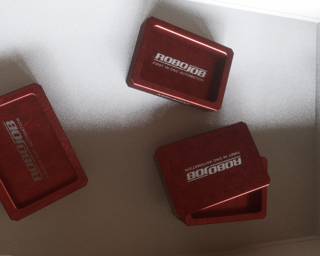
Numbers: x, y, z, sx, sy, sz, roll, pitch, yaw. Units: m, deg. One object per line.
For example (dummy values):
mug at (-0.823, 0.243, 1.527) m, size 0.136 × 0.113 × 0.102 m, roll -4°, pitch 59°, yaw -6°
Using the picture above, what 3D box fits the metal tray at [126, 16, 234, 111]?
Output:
metal tray at (0.029, -0.082, 0.418) m, size 0.131 × 0.030 × 0.090 m, roll 16°, pitch 85°, yaw -20°

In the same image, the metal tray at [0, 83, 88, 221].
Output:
metal tray at (-0.151, 0.025, 0.352) m, size 0.091 × 0.030 × 0.129 m, roll -27°, pitch 99°, yaw -18°

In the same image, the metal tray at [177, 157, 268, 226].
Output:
metal tray at (0.089, 0.085, 0.440) m, size 0.131 × 0.030 × 0.089 m, roll 1°, pitch 90°, yaw -20°

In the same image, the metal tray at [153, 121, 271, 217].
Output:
metal tray at (0.067, 0.053, 0.407) m, size 0.131 × 0.030 × 0.090 m, roll -17°, pitch 76°, yaw -13°
